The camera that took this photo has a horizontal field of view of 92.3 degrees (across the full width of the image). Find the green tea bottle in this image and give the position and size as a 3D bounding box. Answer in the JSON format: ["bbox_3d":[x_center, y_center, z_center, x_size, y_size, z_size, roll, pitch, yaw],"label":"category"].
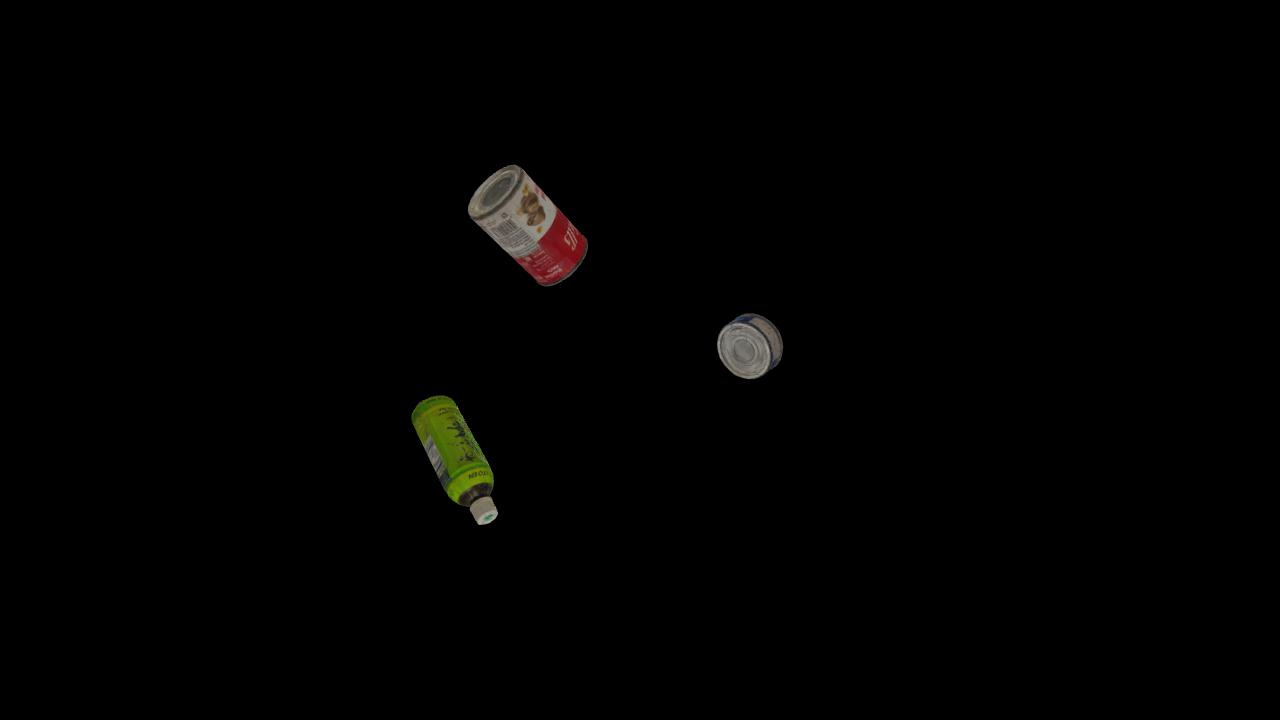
[{"bbox_3d":[-0.261,0.145,0.883,0.073,0.073,0.212,0,42,-44],"label":"green tea bottle"}]

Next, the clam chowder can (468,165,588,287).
[{"bbox_3d":[-0.107,-0.129,0.596,0.068,0.068,0.102,0,-32,40],"label":"clam chowder can"}]

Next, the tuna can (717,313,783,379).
[{"bbox_3d":[0.145,-0.017,0.819,0.084,0.084,0.034,0,22,42],"label":"tuna can"}]
